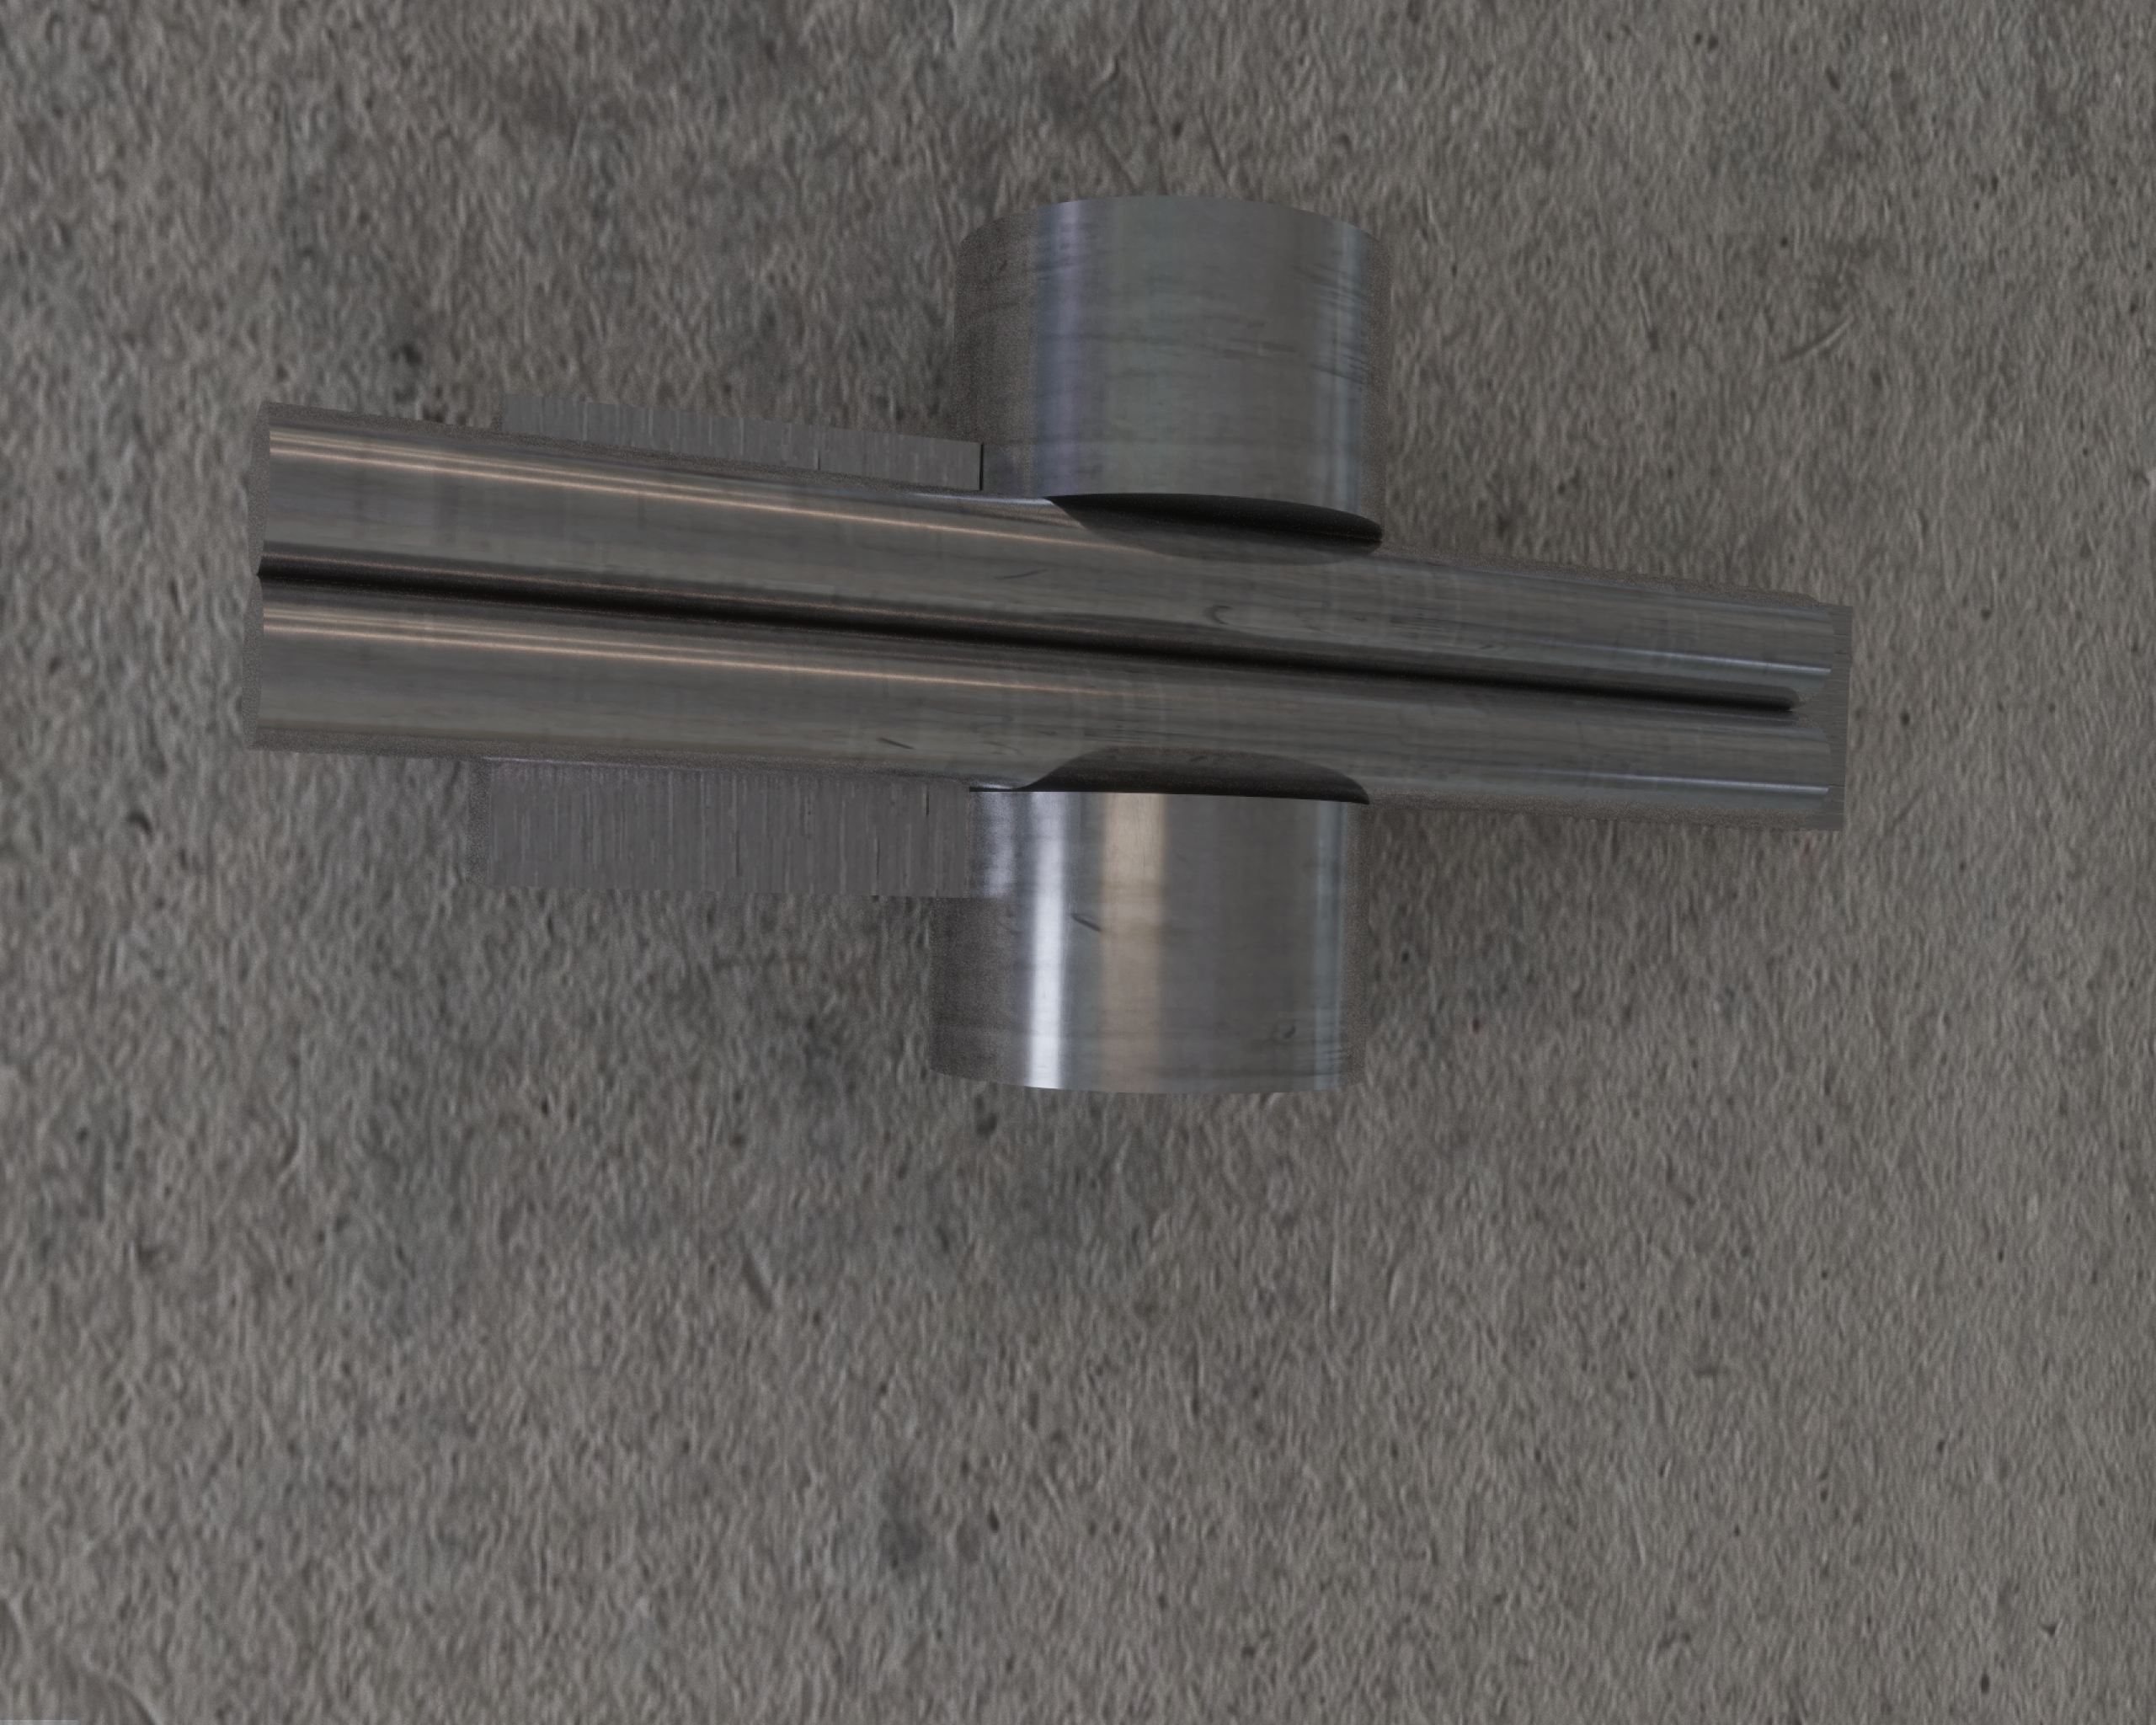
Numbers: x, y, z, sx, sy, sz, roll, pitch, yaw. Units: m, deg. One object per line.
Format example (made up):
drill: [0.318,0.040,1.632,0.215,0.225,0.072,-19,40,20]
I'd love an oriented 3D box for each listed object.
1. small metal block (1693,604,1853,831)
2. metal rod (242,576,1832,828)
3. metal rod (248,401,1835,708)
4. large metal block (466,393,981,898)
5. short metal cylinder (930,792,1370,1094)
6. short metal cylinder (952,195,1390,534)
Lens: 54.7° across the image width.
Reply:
small metal block: [0.142,-0.033,0.463,0.050,0.025,0.050,3,89,-20]
metal rod: [0.016,-0.024,0.369,0.303,0.025,0.025,2,90,-28]
metal rod: [0.016,-0.049,0.369,0.303,0.025,0.025,2,90,-28]
large metal block: [-0.065,-0.035,0.373,0.081,0.050,0.080,2,90,-20]
short metal cylinder: [0.013,0.014,0.386,0.081,0.080,0.050,2,90,-20]
short metal cylinder: [0.017,-0.086,0.387,0.081,0.080,0.050,2,90,-20]
